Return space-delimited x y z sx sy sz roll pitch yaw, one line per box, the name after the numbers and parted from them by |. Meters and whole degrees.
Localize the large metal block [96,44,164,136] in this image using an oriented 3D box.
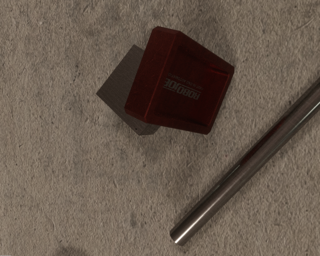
-0.020 -0.047 0.402 0.080 0.050 0.080 44 103 14 | large metal block

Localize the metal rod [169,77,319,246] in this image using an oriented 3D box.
0.117 0.032 0.367 0.025 0.025 0.299 44 103 14 | metal rod

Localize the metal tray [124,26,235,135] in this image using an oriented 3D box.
0.028 -0.044 0.341 0.030 0.131 0.089 26 99 36 | metal tray
